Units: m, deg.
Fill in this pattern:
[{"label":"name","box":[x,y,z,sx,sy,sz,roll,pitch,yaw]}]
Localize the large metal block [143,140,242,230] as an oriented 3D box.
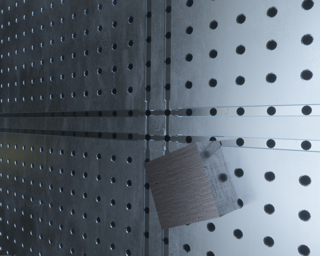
[{"label":"large metal block","box":[0.036,0.066,0.362,0.080,0.050,0.080,-26,74,36]}]
